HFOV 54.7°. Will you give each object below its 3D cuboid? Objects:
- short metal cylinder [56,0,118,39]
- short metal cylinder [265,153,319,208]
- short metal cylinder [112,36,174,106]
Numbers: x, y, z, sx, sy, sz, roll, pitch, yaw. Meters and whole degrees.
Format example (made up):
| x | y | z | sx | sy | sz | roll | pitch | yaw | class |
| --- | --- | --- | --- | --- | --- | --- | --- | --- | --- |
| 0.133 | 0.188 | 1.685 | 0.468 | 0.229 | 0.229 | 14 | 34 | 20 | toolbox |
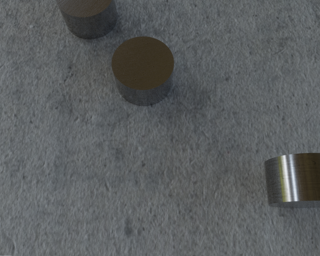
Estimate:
| x | y | z | sx | sy | sz | roll | pitch | yaw | class |
| --- | --- | --- | --- | --- | --- | --- | --- | --- | --- |
| -0.106 | -0.180 | 0.459 | 0.081 | 0.050 | 0.080 | 0 | 70 | 0 | short metal cylinder |
| 0.165 | 0.063 | 0.358 | 0.081 | 0.080 | 0.050 | 1 | 70 | 0 | short metal cylinder |
| -0.022 | -0.076 | 0.423 | 0.081 | 0.050 | 0.080 | 0 | 70 | 0 | short metal cylinder |
